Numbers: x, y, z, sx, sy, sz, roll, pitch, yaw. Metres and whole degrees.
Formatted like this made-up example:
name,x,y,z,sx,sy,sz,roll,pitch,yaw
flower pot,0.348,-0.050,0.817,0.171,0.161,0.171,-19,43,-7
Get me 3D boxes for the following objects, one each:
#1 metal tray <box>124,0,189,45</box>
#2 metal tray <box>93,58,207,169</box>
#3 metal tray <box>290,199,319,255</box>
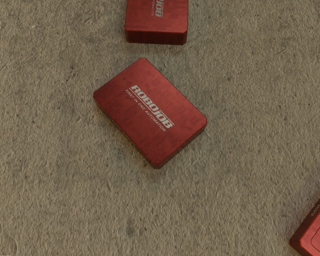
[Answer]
name,x,y,z,sx,sy,sz,roll,pitch,yaw
metal tray,-0.002,-0.192,0.475,0.091,0.030,0.130,3,70,1
metal tray,-0.014,-0.022,0.413,0.090,0.030,0.130,-40,75,-13
metal tray,0.230,0.116,0.364,0.090,0.030,0.130,41,75,13
